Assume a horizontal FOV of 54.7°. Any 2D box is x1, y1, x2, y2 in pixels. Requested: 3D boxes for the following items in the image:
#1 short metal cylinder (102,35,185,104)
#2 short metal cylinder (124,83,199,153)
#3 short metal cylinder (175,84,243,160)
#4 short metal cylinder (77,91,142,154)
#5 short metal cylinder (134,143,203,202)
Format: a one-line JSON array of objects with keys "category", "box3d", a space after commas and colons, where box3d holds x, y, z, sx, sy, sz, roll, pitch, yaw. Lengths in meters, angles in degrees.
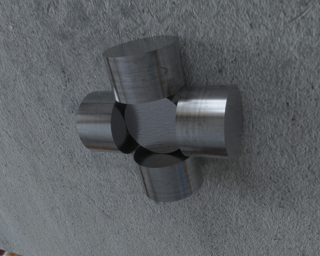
[{"category": "short metal cylinder", "box3d": [-0.017, -0.066, 0.339, 0.080, 0.080, 0.050, 2, 120, 27]}, {"category": "short metal cylinder", "box3d": [0.004, -0.016, 0.379, 0.080, 0.050, 0.079, 13, 124, 20]}, {"category": "short metal cylinder", "box3d": [0.056, -0.007, 0.338, 0.050, 0.080, 0.079, 2, 119, 27]}, {"category": "short metal cylinder", "box3d": [-0.060, -0.008, 0.398, 0.050, 0.080, 0.079, 2, 119, 27]}, {"category": "short metal cylinder", "box3d": [0.012, 0.049, 0.395, 0.080, 0.080, 0.050, 1, 118, 27]}]
